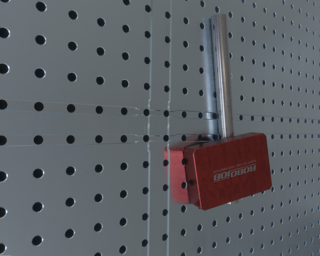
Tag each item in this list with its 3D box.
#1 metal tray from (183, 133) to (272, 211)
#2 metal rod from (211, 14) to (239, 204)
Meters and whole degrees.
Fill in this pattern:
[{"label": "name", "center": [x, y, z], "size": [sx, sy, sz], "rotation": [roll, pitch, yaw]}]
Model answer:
[{"label": "metal tray", "center": [0.105, 0.062, 0.470], "size": [0.131, 0.030, 0.089], "rotation": [-11, 96, -23]}, {"label": "metal rod", "center": [0.105, -0.027, 0.497], "size": [0.025, 0.025, 0.298], "rotation": [-8, 96, -40]}]
